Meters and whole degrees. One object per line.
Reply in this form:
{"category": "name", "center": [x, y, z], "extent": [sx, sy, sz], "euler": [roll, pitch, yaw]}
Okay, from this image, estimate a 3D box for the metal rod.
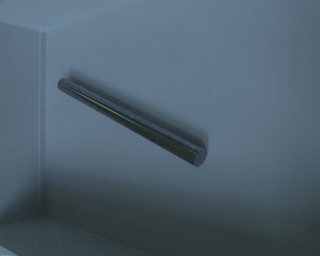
{"category": "metal rod", "center": [-0.060, -0.020, 0.453], "extent": [0.300, 0.025, 0.025], "euler": [27, 107, 36]}
